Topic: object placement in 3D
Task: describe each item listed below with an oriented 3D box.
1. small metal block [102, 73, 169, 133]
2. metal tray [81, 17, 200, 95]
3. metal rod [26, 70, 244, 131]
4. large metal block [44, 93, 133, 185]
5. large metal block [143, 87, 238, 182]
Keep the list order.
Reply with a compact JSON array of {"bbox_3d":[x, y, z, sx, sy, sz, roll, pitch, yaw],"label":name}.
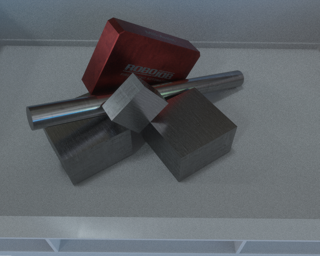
[{"bbox_3d":[-0.027,-0.026,0.345,0.050,0.050,0.025,-45,56,11],"label":"small metal block"},{"bbox_3d":[-0.021,-0.077,0.390,0.131,0.089,0.030,1,42,-43],"label":"metal tray"},{"bbox_3d":[-0.006,-0.042,0.390,0.303,0.025,0.025,-15,50,-32],"label":"metal rod"},{"bbox_3d":[-0.090,0.008,0.376,0.081,0.050,0.080,-27,55,-21],"label":"large metal block"},{"bbox_3d":[0.034,0.006,0.383,0.081,0.050,0.080,-27,55,-21],"label":"large metal block"}]
